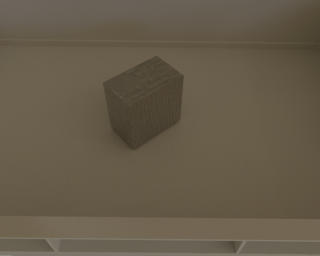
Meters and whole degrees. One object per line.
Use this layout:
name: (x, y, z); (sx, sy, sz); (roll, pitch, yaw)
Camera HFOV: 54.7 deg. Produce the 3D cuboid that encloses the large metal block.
large metal block: (-0.019, -0.032, 0.392); (0.081, 0.080, 0.050); (-33, 58, -25)
